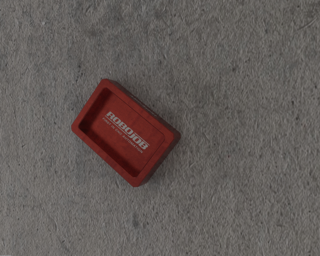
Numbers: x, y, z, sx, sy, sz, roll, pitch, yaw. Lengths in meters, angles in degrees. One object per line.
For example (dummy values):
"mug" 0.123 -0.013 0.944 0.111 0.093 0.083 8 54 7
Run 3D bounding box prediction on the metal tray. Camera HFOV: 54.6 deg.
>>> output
"metal tray" -0.049 0.005 0.423 0.130 0.030 0.090 40 102 15
